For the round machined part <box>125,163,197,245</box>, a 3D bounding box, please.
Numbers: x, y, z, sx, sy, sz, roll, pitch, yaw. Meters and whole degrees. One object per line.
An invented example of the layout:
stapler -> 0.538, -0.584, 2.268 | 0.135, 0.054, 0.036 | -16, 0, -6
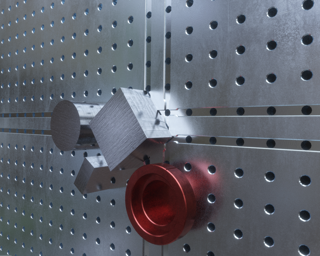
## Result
round machined part -> 0.005, 0.093, 0.392 | 0.098, 0.042, 0.097 | 0, 90, 39

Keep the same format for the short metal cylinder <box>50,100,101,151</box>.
short metal cylinder -> -0.132, -0.004, 0.499 | 0.080, 0.050, 0.079 | 0, 90, 39

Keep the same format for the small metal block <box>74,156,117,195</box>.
small metal block -> -0.095, 0.070, 0.469 | 0.025, 0.050, 0.050 | 41, 115, 32

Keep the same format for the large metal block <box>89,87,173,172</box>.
large metal block -> -0.043, 0.003, 0.426 | 0.080, 0.050, 0.080 | -43, 65, 31
